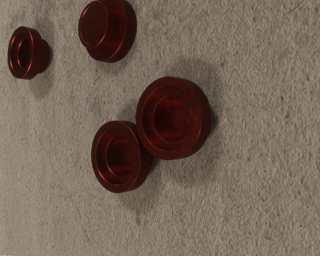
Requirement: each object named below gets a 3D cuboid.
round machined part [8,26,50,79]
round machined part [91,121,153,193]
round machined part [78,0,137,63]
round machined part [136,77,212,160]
[{"bbox_3d":[-0.249,-0.141,0.596,0.098,0.042,0.097,0,90,39],"label":"round machined part"},{"bbox_3d":[-0.048,0.039,0.432,0.098,0.042,0.097,0,90,39],"label":"round machined part"},{"bbox_3d":[-0.084,-0.149,0.461,0.098,0.042,0.097,0,90,39],"label":"round machined part"},{"bbox_3d":[0.020,-0.011,0.376,0.098,0.042,0.097,0,90,39],"label":"round machined part"}]
